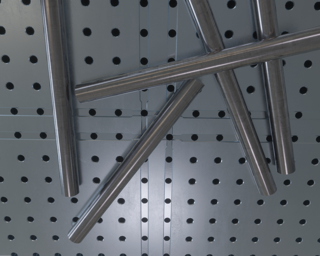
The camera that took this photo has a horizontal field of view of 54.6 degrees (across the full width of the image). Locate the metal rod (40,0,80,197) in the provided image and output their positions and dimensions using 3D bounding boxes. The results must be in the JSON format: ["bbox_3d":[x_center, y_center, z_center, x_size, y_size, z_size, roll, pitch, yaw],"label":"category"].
[{"bbox_3d":[-0.126,-0.048,0.394,0.025,0.025,0.298,1,110,0],"label":"metal rod"}]

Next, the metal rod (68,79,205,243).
[{"bbox_3d":[-0.041,0.052,0.432,0.025,0.025,0.299,34,106,-12],"label":"metal rod"}]

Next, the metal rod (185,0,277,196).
[{"bbox_3d":[0.095,-0.038,0.399,0.025,0.025,0.299,-23,109,8],"label":"metal rod"}]

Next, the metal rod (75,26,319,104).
[{"bbox_3d":[0.042,-0.072,0.364,0.301,0.025,0.025,-11,110,13],"label":"metal rod"}]

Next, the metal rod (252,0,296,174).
[{"bbox_3d":[0.140,-0.077,0.385,0.025,0.025,0.299,-14,110,5],"label":"metal rod"}]
